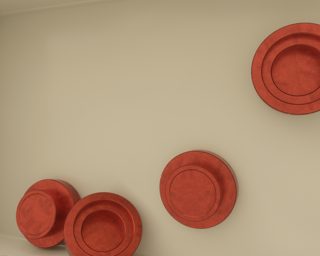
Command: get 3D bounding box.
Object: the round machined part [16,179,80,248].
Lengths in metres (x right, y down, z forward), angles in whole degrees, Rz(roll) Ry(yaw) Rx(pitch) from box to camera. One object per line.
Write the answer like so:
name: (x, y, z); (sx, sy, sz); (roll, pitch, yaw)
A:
round machined part: (-0.168, 0.124, 0.452); (0.098, 0.042, 0.098); (-4, 78, 18)

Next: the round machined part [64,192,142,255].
round machined part: (-0.076, 0.138, 0.409); (0.098, 0.099, 0.042); (41, 140, 15)

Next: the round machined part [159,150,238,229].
round machined part: (0.045, 0.077, 0.385); (0.098, 0.042, 0.097); (0, 90, 20)

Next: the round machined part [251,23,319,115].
round machined part: (0.154, -0.063, 0.347); (0.098, 0.042, 0.097); (0, 90, 20)
